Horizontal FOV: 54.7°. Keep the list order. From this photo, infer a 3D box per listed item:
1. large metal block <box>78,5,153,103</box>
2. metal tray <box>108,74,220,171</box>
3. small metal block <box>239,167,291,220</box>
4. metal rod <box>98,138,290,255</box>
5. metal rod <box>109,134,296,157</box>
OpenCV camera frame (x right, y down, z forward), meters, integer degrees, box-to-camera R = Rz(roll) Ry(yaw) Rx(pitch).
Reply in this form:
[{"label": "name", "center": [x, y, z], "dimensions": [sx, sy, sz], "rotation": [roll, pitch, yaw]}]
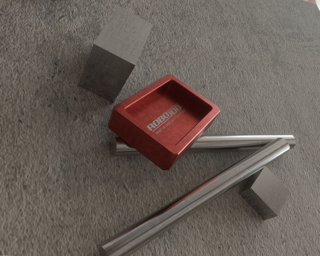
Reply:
[{"label": "large metal block", "center": [-0.057, -0.093, 0.396], "dimensions": [0.050, 0.080, 0.080], "rotation": [26, 52, -13]}, {"label": "metal tray", "center": [0.010, -0.014, 0.391], "dimensions": [0.090, 0.030, 0.131], "rotation": [37, 41, 12]}, {"label": "small metal block", "center": [0.146, 0.090, 0.430], "dimensions": [0.050, 0.025, 0.050], "rotation": [47, 51, 4]}, {"label": "metal rod", "center": [0.064, 0.075, 0.381], "dimensions": [0.302, 0.025, 0.025], "rotation": [-23, 74, -32]}, {"label": "metal rod", "center": [0.078, 0.022, 0.434], "dimensions": [0.303, 0.025, 0.025], "rotation": [0, 62, -28]}]
